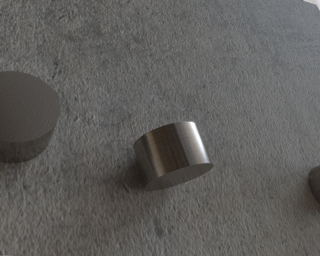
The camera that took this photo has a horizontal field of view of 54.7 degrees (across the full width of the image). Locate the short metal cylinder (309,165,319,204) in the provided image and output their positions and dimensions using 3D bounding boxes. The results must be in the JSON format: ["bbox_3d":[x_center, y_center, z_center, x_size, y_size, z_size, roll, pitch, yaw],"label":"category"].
[{"bbox_3d":[0.287,0.090,0.491,0.081,0.050,0.080,14,56,-21],"label":"short metal cylinder"}]

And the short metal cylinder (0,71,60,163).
[{"bbox_3d":[-0.148,-0.011,0.315,0.081,0.050,0.080,14,56,-21],"label":"short metal cylinder"}]

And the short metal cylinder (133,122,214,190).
[{"bbox_3d":[0.015,0.034,0.357,0.081,0.080,0.050,-5,65,-31],"label":"short metal cylinder"}]
